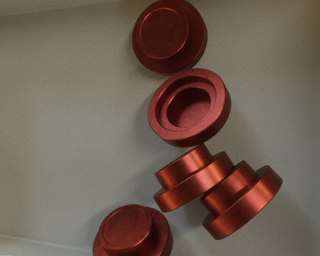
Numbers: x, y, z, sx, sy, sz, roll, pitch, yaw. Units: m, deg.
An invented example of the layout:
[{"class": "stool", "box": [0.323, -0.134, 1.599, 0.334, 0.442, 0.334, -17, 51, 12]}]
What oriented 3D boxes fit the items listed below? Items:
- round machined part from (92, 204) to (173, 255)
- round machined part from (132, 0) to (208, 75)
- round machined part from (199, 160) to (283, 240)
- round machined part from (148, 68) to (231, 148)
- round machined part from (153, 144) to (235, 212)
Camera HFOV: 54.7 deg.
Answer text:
[{"class": "round machined part", "box": [-0.037, 0.133, 0.381, 0.098, 0.098, 0.042, -5, 123, 19]}, {"class": "round machined part", "box": [0.009, -0.119, 0.398, 0.098, 0.042, 0.097, 0, 90, 19]}, {"class": "round machined part", "box": [0.082, 0.073, 0.342, 0.098, 0.098, 0.042, -45, 79, 14]}, {"class": "round machined part", "box": [0.038, -0.020, 0.373, 0.098, 0.042, 0.098, -15, 55, 23]}, {"class": "round machined part", "box": [0.033, 0.052, 0.358, 0.098, 0.098, 0.042, -34, 84, 16]}]
